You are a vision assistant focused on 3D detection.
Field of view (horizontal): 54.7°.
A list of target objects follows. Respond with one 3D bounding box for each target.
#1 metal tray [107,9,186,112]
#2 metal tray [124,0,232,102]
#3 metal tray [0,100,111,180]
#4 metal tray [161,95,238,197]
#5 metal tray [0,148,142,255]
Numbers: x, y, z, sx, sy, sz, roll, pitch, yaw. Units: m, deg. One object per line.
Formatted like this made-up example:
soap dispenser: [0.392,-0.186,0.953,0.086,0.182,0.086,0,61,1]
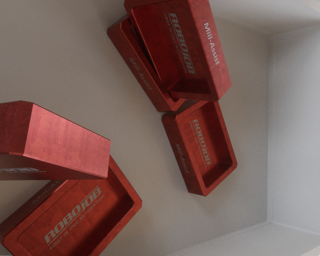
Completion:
metal tray: [0.002,-0.096,0.406,0.090,0.030,0.130,-49,119,-29]
metal tray: [0.022,-0.094,0.353,0.030,0.090,0.129,-47,128,-30]
metal tray: [-0.114,0.016,0.224,0.090,0.130,0.030,37,52,-61]
metal tray: [0.062,0.023,0.457,0.091,0.030,0.129,-33,111,-35]
metal tray: [-0.088,0.094,0.330,0.131,0.030,0.090,-45,117,-31]
